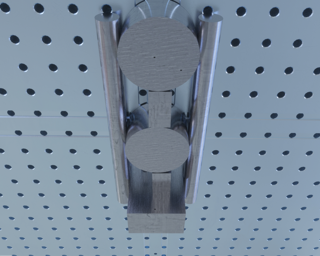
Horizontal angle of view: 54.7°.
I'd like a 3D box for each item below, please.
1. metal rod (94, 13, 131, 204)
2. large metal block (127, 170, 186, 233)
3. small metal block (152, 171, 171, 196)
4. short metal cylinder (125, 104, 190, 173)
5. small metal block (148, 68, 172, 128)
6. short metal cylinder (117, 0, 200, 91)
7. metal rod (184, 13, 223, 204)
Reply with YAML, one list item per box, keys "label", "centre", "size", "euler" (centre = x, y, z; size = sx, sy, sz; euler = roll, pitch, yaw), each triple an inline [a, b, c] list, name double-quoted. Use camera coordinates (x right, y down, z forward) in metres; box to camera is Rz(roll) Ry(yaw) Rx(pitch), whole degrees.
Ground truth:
- label: "metal rod"
  centre: [-0.056, 0.001, 0.410]
  size: [0.025, 0.025, 0.298]
  euler: [0, 130, -1]
- label: "large metal block"
  centre: [-0.005, 0.110, 0.469]
  size: [0.081, 0.080, 0.050]
  euler: [1, 130, -1]
- label: "small metal block"
  centre: [0.002, 0.063, 0.448]
  size: [0.025, 0.050, 0.050]
  euler: [0, 130, 0]
- label: "short metal cylinder"
  centre: [-0.003, 0.013, 0.406]
  size: [0.081, 0.050, 0.079]
  euler: [0, 130, 0]
- label: "small metal block"
  centre: [0.000, -0.036, 0.363]
  size: [0.025, 0.050, 0.050]
  euler: [1, 130, -1]
- label: "short metal cylinder"
  centre: [-0.001, -0.085, 0.322]
  size: [0.081, 0.050, 0.079]
  euler: [0, 130, 0]
- label: "metal rod"
  centre: [0.050, 0.001, 0.412]
  size: [0.025, 0.025, 0.298]
  euler: [0, 130, -1]
